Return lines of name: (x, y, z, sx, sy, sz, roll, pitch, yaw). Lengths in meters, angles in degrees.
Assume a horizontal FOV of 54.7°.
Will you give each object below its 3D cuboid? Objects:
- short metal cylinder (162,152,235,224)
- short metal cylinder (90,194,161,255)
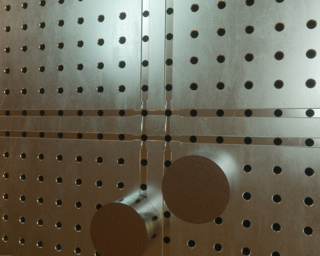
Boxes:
short metal cylinder: (0.048, 0.071, 0.382, 0.080, 0.050, 0.079, 0, 90, 19)
short metal cylinder: (-0.045, 0.133, 0.414, 0.080, 0.050, 0.079, 0, 90, 19)
